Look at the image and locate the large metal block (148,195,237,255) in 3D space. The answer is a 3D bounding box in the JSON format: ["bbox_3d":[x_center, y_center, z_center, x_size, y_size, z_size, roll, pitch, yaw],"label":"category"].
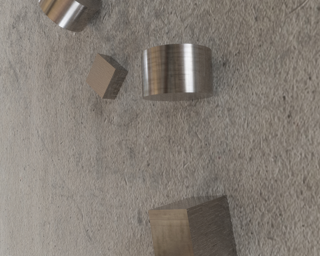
[{"bbox_3d":[0.038,0.121,0.337,0.050,0.081,0.080,-15,81,39],"label":"large metal block"}]

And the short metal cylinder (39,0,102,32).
[{"bbox_3d":[-0.139,-0.198,0.484,0.050,0.081,0.080,-40,66,33],"label":"short metal cylinder"}]

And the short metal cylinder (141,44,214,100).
[{"bbox_3d":[0.020,-0.060,0.353,0.080,0.081,0.050,-3,88,40],"label":"short metal cylinder"}]

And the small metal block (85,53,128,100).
[{"bbox_3d":[-0.082,-0.078,0.473,0.050,0.025,0.050,43,116,31],"label":"small metal block"}]
